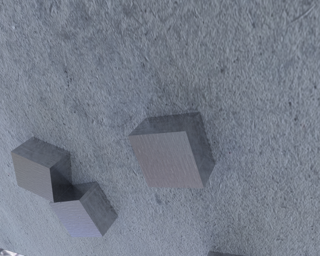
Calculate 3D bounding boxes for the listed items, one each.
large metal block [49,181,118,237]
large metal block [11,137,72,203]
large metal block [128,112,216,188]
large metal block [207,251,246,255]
[{"bbox_3d":[-0.136,0.146,0.553,0.080,0.050,0.080,-14,111,34],"label":"large metal block"},{"bbox_3d":[-0.205,0.072,0.544,0.080,0.050,0.079,19,126,17],"label":"large metal block"},{"bbox_3d":[0.017,0.030,0.400,0.080,0.050,0.080,-5,116,30],"label":"large metal block"},{"bbox_3d":[0.106,0.238,0.463,0.080,0.080,0.050,-5,116,30],"label":"large metal block"}]
